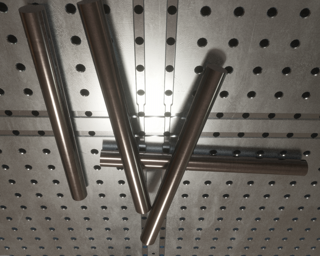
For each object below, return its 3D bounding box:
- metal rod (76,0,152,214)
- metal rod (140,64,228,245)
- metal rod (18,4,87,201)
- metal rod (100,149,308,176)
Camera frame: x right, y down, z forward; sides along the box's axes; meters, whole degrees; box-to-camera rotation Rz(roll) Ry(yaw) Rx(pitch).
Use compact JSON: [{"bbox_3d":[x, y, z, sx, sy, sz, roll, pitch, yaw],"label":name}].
[{"bbox_3d":[-0.047,-0.002,0.386,0.025,0.025,0.298,-7,123,5],"label":"metal rod"},{"bbox_3d":[0.023,0.055,0.426,0.025,0.025,0.298,13,119,-11],"label":"metal rod"},{"bbox_3d":[-0.129,-0.005,0.404,0.025,0.025,0.298,0,130,-1],"label":"metal rod"},{"bbox_3d":[0.066,0.051,0.456,0.302,0.025,0.025,3,130,-4],"label":"metal rod"}]
